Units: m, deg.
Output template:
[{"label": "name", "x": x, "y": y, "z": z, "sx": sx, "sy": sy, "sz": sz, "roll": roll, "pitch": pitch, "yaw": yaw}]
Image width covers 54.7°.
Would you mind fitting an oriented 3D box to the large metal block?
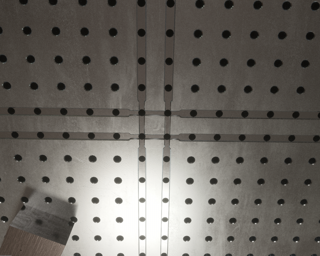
[{"label": "large metal block", "x": -0.186, "y": 0.173, "z": 0.461, "sx": 0.080, "sy": 0.050, "sz": 0.080, "roll": 24, "pitch": 108, "yaw": -9}]
